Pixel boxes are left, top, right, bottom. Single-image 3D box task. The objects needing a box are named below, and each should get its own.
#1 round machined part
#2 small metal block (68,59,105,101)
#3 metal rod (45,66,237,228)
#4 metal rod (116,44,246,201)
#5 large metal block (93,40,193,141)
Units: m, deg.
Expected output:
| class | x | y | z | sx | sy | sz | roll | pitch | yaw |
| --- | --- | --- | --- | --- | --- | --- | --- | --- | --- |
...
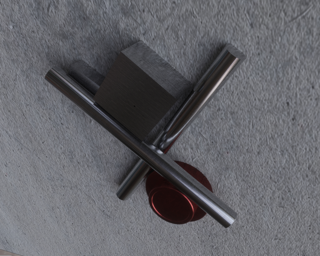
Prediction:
| class | x | y | z | sx | sy | sz | roll | pitch | yaw |
| --- | --- | --- | --- | --- | --- | --- | --- | --- | --- |
| round machined part | 0.023 | 0.099 | 0.444 | 0.098 | 0.042 | 0.097 | 13 | 124 | 20 |
| small metal block | -0.101 | -0.057 | 0.426 | 0.050 | 0.025 | 0.050 | 37 | 129 | 3 |
| metal rod | -0.025 | 0.024 | 0.402 | 0.300 | 0.025 | 0.025 | 39 | 129 | 1 |
| metal rod | 0.009 | 0.014 | 0.413 | 0.025 | 0.025 | 0.298 | 38 | 129 | 2 |
| large metal block | -0.022 | -0.045 | 0.376 | 0.080 | 0.050 | 0.080 | 41 | 129 | 0 |
